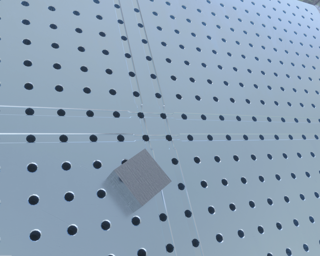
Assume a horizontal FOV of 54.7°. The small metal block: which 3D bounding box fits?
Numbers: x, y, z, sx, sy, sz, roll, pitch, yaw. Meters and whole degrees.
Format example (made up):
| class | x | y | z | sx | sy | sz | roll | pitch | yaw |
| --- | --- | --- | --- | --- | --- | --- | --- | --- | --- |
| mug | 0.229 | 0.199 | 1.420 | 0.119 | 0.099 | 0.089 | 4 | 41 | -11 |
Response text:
| class | x | y | z | sx | sy | sz | roll | pitch | yaw |
| --- | --- | --- | --- | --- | --- | --- | --- | --- | --- |
| small metal block | -0.024 | 0.060 | 0.360 | 0.050 | 0.025 | 0.050 | -34 | 81 | -38 |
